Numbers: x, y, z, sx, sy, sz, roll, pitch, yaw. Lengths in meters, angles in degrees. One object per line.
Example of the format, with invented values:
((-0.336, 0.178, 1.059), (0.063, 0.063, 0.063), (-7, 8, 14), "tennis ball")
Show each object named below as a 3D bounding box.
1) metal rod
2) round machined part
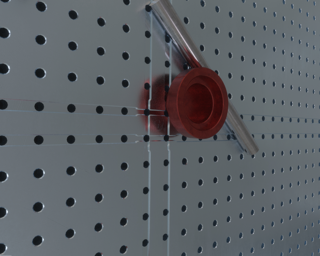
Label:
((0.080, -0.064, 0.475), (0.300, 0.025, 0.025), (51, 60, -28), "metal rod")
((0.048, -0.034, 0.436), (0.099, 0.042, 0.097), (-2, 92, -37), "round machined part")
